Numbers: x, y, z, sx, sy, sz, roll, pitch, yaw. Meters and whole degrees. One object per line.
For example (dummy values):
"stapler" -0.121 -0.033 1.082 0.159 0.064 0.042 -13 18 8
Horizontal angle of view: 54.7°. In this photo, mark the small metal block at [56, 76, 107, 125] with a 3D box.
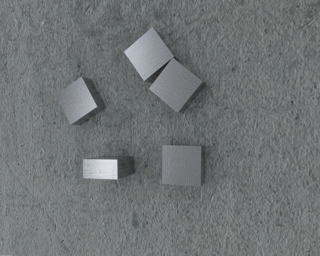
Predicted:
"small metal block" -0.114 -0.039 0.449 0.050 0.025 0.050 -32 80 17

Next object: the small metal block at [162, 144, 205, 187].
"small metal block" 0.031 0.047 0.398 0.050 0.025 0.050 1 90 20

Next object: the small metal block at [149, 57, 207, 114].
"small metal block" 0.023 -0.054 0.401 0.050 0.025 0.050 42 103 15

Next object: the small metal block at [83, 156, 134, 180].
"small metal block" -0.068 0.052 0.420 0.050 0.050 0.025 -1 90 20

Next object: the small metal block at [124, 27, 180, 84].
"small metal block" -0.011 -0.096 0.413 0.050 0.025 0.050 -37 78 16
